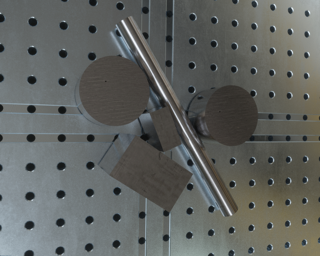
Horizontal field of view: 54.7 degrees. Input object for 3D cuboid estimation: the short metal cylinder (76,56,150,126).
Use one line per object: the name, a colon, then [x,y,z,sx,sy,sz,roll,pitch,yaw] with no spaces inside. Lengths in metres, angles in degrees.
short metal cylinder: [-0.059,-0.042,0.374,0.081,0.050,0.079,0,90,-20]

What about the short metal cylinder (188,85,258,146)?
short metal cylinder: [0.086,-0.016,0.427,0.081,0.050,0.079,0,90,-20]

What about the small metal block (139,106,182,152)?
small metal block: [-0.001,0.001,0.395,0.025,0.050,0.050,-23,98,-19]

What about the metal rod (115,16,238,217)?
metal rod: [0.028,-0.008,0.419,0.025,0.025,0.299,-33,101,-17]

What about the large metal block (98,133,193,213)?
large metal block: [-0.021,0.050,0.371,0.080,0.080,0.050,36,79,-16]
